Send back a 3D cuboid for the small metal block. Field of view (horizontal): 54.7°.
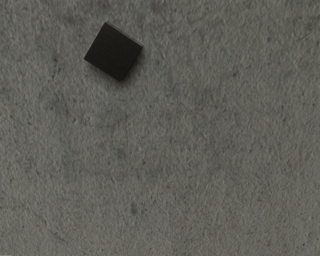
[{"bbox_3d":[-0.056,-0.092,0.375,0.050,0.025,0.050,32,107,-12],"label":"small metal block"}]
